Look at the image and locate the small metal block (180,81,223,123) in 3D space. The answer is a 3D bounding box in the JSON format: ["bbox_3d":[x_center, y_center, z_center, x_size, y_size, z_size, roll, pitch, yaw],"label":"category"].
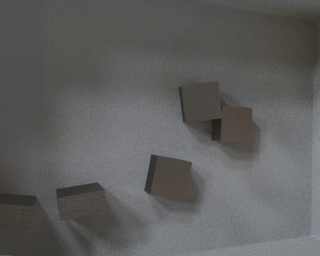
[{"bbox_3d":[0.055,-0.035,0.425,0.050,0.025,0.050,-7,92,-4],"label":"small metal block"}]

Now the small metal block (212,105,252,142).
[{"bbox_3d":[0.105,-0.006,0.451,0.050,0.025,0.050,3,89,-21],"label":"small metal block"}]

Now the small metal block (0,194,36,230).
[{"bbox_3d":[-0.165,0.090,0.337,0.050,0.050,0.025,10,87,-20],"label":"small metal block"}]

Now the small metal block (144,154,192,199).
[{"bbox_3d":[0.011,0.065,0.416,0.050,0.025,0.050,12,86,-20],"label":"small metal block"}]

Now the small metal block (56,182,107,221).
[{"bbox_3d":[-0.093,0.085,0.363,0.050,0.050,0.025,-6,93,-20],"label":"small metal block"}]
